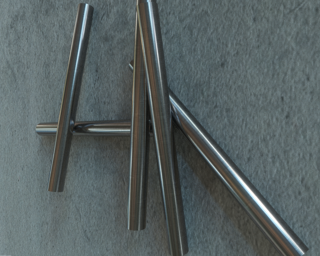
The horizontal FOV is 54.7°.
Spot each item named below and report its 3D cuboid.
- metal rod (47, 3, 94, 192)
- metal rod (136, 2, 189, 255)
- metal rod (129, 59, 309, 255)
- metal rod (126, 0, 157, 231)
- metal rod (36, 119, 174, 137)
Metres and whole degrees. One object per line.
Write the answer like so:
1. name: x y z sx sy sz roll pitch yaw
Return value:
1. metal rod: -0.142 -0.049 0.493 0.025 0.025 0.298 6 86 39
2. metal rod: 0.004 0.006 0.371 0.025 0.025 0.298 -3 97 39
3. metal rod: 0.050 0.017 0.362 0.300 0.025 0.025 52 120 27
4. metal rod: -0.023 -0.023 0.388 0.025 0.025 0.298 5 93 39
5. metal rod: -0.106 0.001 0.489 0.300 0.025 0.025 -1 90 39
